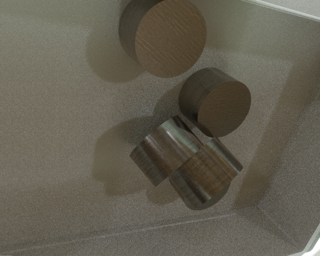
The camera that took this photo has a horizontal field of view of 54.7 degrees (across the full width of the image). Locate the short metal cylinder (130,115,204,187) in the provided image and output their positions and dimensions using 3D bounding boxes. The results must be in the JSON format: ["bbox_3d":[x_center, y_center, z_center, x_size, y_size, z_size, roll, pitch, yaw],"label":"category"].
[{"bbox_3d":[0.009,0.029,0.389,0.080,0.050,0.080,-40,172,-7],"label":"short metal cylinder"}]

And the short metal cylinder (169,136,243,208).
[{"bbox_3d":[0.057,0.055,0.390,0.080,0.050,0.080,-40,172,-7],"label":"short metal cylinder"}]

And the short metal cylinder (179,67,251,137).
[{"bbox_3d":[0.072,-0.034,0.411,0.081,0.050,0.079,-14,124,-21],"label":"short metal cylinder"}]

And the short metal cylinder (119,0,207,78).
[{"bbox_3d":[0.002,-0.100,0.332,0.081,0.050,0.079,-14,124,-21],"label":"short metal cylinder"}]

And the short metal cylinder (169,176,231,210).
[{"bbox_3d":[0.060,0.078,0.474,0.081,0.050,0.079,-14,124,-21],"label":"short metal cylinder"}]
